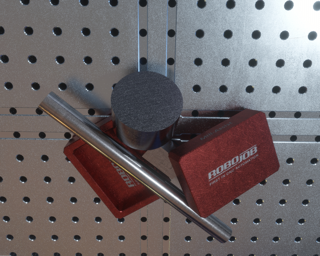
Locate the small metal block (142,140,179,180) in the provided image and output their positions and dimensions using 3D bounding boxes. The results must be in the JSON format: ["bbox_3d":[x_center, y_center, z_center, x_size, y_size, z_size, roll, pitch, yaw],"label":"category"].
[{"bbox_3d":[0.005,0.033,0.407,0.050,0.050,0.025,39,106,-13],"label":"small metal block"}]

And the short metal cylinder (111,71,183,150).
[{"bbox_3d":[-0.017,-0.020,0.366,0.081,0.080,0.050,8,152,-3],"label":"short metal cylinder"}]

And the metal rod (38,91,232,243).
[{"bbox_3d":[-0.021,0.058,0.399,0.301,0.025,0.025,39,105,-14],"label":"metal rod"}]

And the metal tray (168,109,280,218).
[{"bbox_3d":[0.085,0.043,0.396,0.131,0.030,0.090,-28,110,-16],"label":"metal tray"}]

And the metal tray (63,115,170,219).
[{"bbox_3d":[-0.055,0.053,0.425,0.090,0.030,0.130,-30,108,10],"label":"metal tray"}]
